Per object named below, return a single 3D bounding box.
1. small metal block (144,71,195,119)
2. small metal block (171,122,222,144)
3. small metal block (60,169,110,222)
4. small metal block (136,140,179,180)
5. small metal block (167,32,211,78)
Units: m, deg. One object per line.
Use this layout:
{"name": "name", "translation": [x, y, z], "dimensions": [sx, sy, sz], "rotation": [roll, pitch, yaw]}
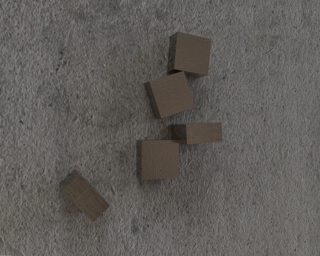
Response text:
{"name": "small metal block", "translation": [0.012, -0.044, 0.413], "dimensions": [0.050, 0.025, 0.050], "rotation": [-20, 97, -19]}
{"name": "small metal block", "translation": [0.048, 0.006, 0.413], "dimensions": [0.050, 0.050, 0.025], "rotation": [-3, 92, -20]}
{"name": "small metal block", "translation": [-0.089, 0.078, 0.363], "dimensions": [0.025, 0.050, 0.050], "rotation": [-44, 104, -14]}
{"name": "small metal block", "translation": [-0.003, 0.040, 0.408], "dimensions": [0.050, 0.025, 0.050], "rotation": [0, 90, -20]}
{"name": "small metal block", "translation": [0.040, -0.099, 0.423], "dimensions": [0.050, 0.025, 0.050], "rotation": [6, 88, -20]}
